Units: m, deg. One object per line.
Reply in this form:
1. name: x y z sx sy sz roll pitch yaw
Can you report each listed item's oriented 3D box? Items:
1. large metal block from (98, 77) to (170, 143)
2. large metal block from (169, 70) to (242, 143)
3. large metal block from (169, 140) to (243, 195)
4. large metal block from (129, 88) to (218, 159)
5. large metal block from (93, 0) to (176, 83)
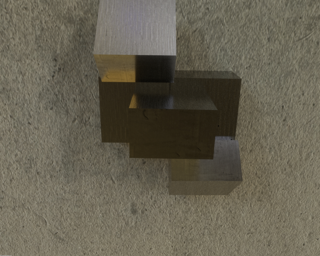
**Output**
1. large metal block: -0.030 -0.028 0.385 0.081 0.050 0.079 1 110 -1
2. large metal block: 0.051 -0.028 0.386 0.081 0.050 0.079 1 110 -1
3. large metal block: 0.053 0.053 0.395 0.081 0.080 0.050 0 66 -1
4. large metal block: 0.011 -0.008 0.326 0.081 0.080 0.050 1 110 -1
5. large metal block: -0.024 -0.098 0.339 0.081 0.050 0.080 1 66 0
